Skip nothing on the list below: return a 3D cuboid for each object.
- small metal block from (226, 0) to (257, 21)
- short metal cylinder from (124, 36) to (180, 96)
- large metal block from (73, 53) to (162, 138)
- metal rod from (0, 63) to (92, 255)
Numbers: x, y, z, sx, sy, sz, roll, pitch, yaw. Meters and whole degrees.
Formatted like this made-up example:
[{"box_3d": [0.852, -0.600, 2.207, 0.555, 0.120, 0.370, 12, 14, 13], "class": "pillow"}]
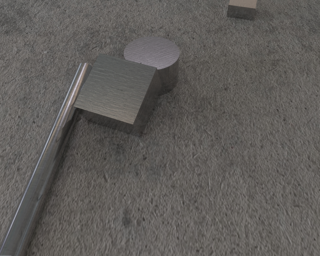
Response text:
[{"box_3d": [0.160, -0.237, 0.604, 0.050, 0.025, 0.050, 12, 51, 10], "class": "small metal block"}, {"box_3d": [-0.012, -0.093, 0.465, 0.081, 0.050, 0.080, 0, 50, 0], "class": "short metal cylinder"}, {"box_3d": [-0.052, -0.042, 0.406, 0.080, 0.050, 0.080, 17, 73, 13], "class": "large metal block"}, {"box_3d": [-0.130, 0.023, 0.382, 0.025, 0.025, 0.300, 5, 50, 4], "class": "metal rod"}]
